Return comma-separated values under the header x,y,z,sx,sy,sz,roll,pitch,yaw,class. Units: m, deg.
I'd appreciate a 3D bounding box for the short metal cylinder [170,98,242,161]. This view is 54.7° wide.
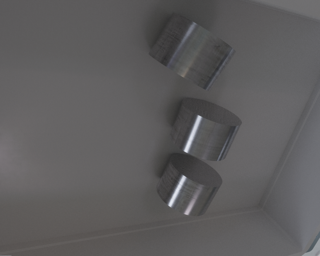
x,y,z,sx,sy,sz,roll,pitch,yaw,class
0.059,0.000,0.405,0.081,0.080,0.050,6,116,-31,short metal cylinder

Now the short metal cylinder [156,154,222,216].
x,y,z,sx,sy,sz,roll,pitch,yaw,class
0.042,0.080,0.445,0.081,0.080,0.050,12,113,-33,short metal cylinder

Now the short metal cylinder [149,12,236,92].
x,y,z,sx,sy,sz,roll,pitch,yaw,class
0.035,-0.083,0.341,0.080,0.080,0.050,22,107,-36,short metal cylinder
